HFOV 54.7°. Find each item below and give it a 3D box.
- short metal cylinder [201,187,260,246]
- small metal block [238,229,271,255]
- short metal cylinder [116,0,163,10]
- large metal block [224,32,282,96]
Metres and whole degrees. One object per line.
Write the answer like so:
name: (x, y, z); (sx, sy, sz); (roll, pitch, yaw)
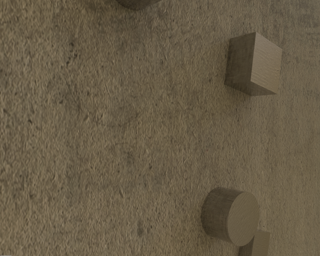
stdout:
short metal cylinder: (0.110, 0.135, 0.481); (0.081, 0.050, 0.079); (0, 90, -40)
small metal block: (0.167, 0.205, 0.545); (0.050, 0.025, 0.050); (20, 77, -38)
short metal cylinder: (-0.021, -0.188, 0.370); (0.081, 0.050, 0.079); (0, 90, -40)
large metal block: (0.158, -0.104, 0.521); (0.081, 0.050, 0.080); (14, 82, -39)
